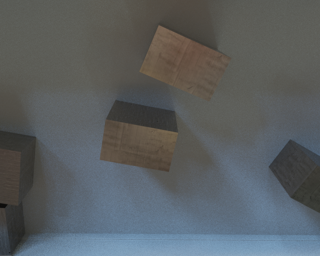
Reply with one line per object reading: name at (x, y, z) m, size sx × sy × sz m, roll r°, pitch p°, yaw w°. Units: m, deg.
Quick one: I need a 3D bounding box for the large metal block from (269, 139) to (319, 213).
large metal block at (0.204, 0.068, 0.409) m, size 0.080 × 0.080 × 0.050 m, roll 28°, pitch 108°, yaw -10°

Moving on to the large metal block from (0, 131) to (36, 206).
large metal block at (-0.218, 0.050, 0.414) m, size 0.081 × 0.050 × 0.079 m, roll 11°, pitch 110°, yaw -4°

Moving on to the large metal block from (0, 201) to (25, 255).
large metal block at (-0.248, 0.132, 0.444) m, size 0.081 × 0.050 × 0.079 m, roll 4°, pitch 110°, yaw -2°

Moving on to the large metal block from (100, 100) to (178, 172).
large metal block at (-0.024, 0.007, 0.384) m, size 0.081 × 0.080 × 0.050 m, roll 11°, pitch 110°, yaw -4°

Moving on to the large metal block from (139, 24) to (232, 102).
large metal block at (0.026, -0.078, 0.353) m, size 0.080 × 0.080 × 0.050 m, roll 22°, pitch 109°, yaw -8°
